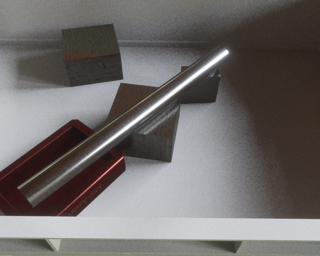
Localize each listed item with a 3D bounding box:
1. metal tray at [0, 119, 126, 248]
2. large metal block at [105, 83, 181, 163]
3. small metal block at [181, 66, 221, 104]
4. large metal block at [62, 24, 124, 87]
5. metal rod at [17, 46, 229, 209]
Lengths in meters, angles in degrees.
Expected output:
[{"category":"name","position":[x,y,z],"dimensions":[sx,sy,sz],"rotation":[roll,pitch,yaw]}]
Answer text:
[{"category":"metal tray","position":[-0.115,0.056,0.353],"dimensions":[0.090,0.030,0.131],"rotation":[33,57,24]},{"category":"large metal block","position":[-0.019,-0.008,0.396],"dimensions":[0.080,0.050,0.080],"rotation":[8,50,6]},{"category":"small metal block","position":[0.055,-0.062,0.441],"dimensions":[0.050,0.050,0.025],"rotation":[-4,50,-4]},{"category":"large metal block","position":[-0.105,-0.115,0.484],"dimensions":[0.081,0.050,0.080],"rotation":[-10,51,-9]},{"category":"metal rod","position":[-0.019,-0.019,0.355],"dimensions":[0.025,0.025,0.302],"rotation":[36,58,26]}]
